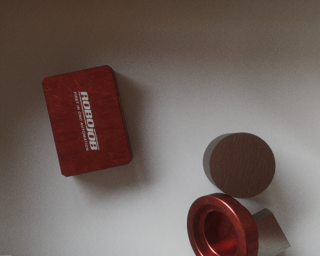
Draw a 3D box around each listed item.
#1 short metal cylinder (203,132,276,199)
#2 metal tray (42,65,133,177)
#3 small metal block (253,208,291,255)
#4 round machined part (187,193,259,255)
[{"bbox_3d":[0.099,0.046,0.399,0.081,0.050,0.080,0,88,-1],"label":"short metal cylinder"},{"bbox_3d":[-0.093,-0.009,0.408,0.091,0.030,0.129,-12,90,-1],"label":"metal tray"},{"bbox_3d":[0.136,0.144,0.413,0.050,0.025,0.050,-29,90,-1],"label":"small metal block"},{"bbox_3d":[0.082,0.129,0.386,0.042,0.098,0.097,-4,90,-37],"label":"round machined part"}]
